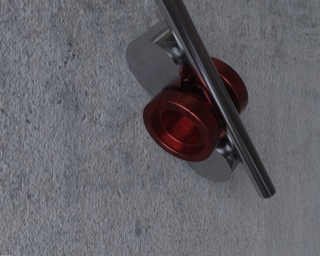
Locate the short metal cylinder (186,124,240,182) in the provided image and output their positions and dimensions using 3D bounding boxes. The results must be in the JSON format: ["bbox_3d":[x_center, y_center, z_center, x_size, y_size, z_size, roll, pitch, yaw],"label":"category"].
[{"bbox_3d":[0.077,0.030,0.437,0.050,0.080,0.080,-47,118,-30],"label":"short metal cylinder"}]

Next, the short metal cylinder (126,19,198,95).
[{"bbox_3d":[0.006,-0.084,0.377,0.050,0.080,0.080,-47,118,-30],"label":"short metal cylinder"}]

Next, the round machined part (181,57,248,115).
[{"bbox_3d":[0.064,-0.043,0.414,0.042,0.098,0.098,-45,117,-26],"label":"round machined part"}]

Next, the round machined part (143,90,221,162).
[{"bbox_3d":[0.031,-0.007,0.385,0.042,0.098,0.098,-49,120,-33],"label":"round machined part"}]

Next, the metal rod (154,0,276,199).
[{"bbox_3d":[0.075,-0.026,0.367,0.025,0.025,0.299,-48,119,-29],"label":"metal rod"}]
